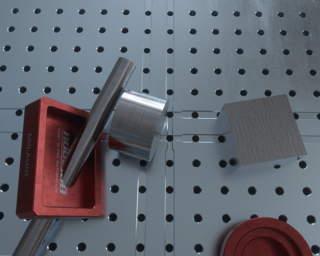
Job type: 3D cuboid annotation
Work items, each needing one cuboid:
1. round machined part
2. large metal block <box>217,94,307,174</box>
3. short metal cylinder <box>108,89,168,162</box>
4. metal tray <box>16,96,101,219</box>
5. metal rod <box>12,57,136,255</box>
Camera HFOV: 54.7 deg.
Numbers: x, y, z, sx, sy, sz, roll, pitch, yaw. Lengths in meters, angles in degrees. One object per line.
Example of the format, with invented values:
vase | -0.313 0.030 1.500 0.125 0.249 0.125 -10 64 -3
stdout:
round machined part | 0.116 0.152 0.348 0.099 0.042 0.098 0 70 0
large metal block | 0.126 0.009 0.396 0.081 0.050 0.080 -9 70 -4
short metal cylinder | -0.025 -0.004 0.384 0.050 0.080 0.080 17 71 6
metal tray | -0.112 0.038 0.362 0.030 0.090 0.130 -18 66 32
metal rod | -0.107 0.048 0.372 0.025 0.025 0.299 24 79 8
